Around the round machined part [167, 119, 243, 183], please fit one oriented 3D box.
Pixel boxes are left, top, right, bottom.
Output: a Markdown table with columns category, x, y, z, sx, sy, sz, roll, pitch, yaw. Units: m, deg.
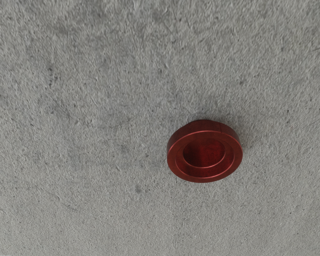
| category | x | y | z | sx | sy | sz | roll | pitch | yaw |
| --- | --- | --- | --- | --- | --- | --- | --- | --- | --- |
| round machined part | 0.058 | 0.027 | 0.419 | 0.099 | 0.042 | 0.097 | 0 | 130 | 0 |
